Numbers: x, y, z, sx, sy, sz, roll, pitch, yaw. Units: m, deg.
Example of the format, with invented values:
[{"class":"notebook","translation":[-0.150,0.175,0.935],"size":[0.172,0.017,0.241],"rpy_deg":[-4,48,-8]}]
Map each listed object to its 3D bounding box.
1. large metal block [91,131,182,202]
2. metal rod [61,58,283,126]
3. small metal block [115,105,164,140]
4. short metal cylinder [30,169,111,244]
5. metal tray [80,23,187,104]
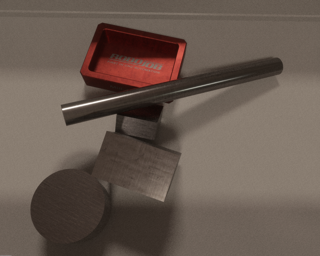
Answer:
[{"class":"large metal block","translation":[-0.022,0.041,0.359],"size":[0.080,0.080,0.050],"rpy_deg":[18,89,6]},{"class":"metal rod","translation":[0.029,-0.052,0.398],"size":[0.302,0.025,0.025],"rpy_deg":[-15,71,-18]},{"class":"small metal block","translation":[-0.026,-0.012,0.400],"size":[0.050,0.025,0.050],"rpy_deg":[12,29,4]},{"class":"short metal cylinder","translation":[-0.101,0.092,0.362],"size":[0.081,0.050,0.080],"rpy_deg":[0,70,0]},{"class":"metal tray","translation":[-0.035,-0.093,0.440],"size":[0.131,0.030,0.090],"rpy_deg":[13,70,4]}]
